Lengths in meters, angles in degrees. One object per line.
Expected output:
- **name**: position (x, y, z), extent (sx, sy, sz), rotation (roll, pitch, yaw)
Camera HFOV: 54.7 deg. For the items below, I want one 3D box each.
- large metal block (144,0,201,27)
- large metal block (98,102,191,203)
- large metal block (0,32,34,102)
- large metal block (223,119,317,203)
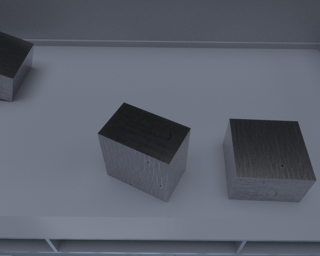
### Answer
- **large metal block**: position (0.022, -0.249, 0.601), extent (0.081, 0.050, 0.080), rotation (-22, 54, -18)
- **large metal block**: position (-0.016, 0.028, 0.345), extent (0.080, 0.080, 0.050), rotation (22, 53, 17)
- **large metal block**: position (-0.239, -0.094, 0.448), extent (0.081, 0.050, 0.080), rotation (18, 49, -14)
- **large metal block**: position (0.121, 0.037, 0.360), extent (0.081, 0.050, 0.080), rotation (2, 50, 1)
